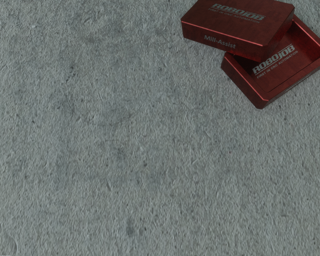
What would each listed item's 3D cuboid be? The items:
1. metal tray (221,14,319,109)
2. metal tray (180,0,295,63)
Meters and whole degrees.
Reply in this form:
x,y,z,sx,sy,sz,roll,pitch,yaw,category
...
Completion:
x,y,z,sx,sy,sz,roll,pitch,yaw,category
0.165,-0.097,0.441,0.131,0.030,0.090,-33,74,-12,metal tray
0.107,-0.150,0.437,0.130,0.030,0.090,27,65,26,metal tray
